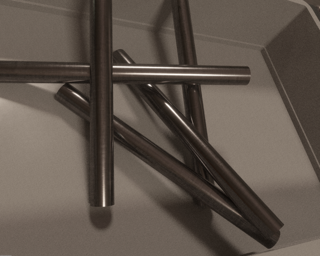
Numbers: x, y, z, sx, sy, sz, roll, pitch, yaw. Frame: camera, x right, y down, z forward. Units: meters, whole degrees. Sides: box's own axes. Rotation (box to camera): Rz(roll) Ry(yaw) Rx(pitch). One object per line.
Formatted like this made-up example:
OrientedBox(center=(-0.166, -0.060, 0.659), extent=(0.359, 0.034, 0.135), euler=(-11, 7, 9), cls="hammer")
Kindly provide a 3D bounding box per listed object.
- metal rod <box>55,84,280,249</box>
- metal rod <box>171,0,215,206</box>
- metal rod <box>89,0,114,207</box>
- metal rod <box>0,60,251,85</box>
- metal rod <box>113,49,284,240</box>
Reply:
OrientedBox(center=(0.007, 0.042, 0.363), extent=(0.301, 0.025, 0.025), euler=(35, 51, 3), cls="metal rod")
OrientedBox(center=(0.043, -0.050, 0.415), extent=(0.025, 0.025, 0.299), euler=(1, 76, -28), cls="metal rod")
OrientedBox(center=(-0.065, -0.067, 0.342), extent=(0.025, 0.025, 0.298), euler=(2, 83, -28), cls="metal rod")
OrientedBox(center=(-0.035, -0.066, 0.376), extent=(0.302, 0.025, 0.025), euler=(-1, 61, -11), cls="metal rod")
OrientedBox(center=(0.031, 0.004, 0.382), extent=(0.025, 0.025, 0.300), euler=(-23, 62, -37), cls="metal rod")
